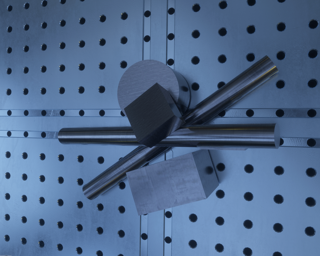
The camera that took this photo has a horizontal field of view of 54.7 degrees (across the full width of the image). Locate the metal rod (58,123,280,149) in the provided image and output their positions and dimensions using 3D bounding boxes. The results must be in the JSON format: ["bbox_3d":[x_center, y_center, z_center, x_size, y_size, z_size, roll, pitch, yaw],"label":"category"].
[{"bbox_3d":[-0.014,0.010,0.376,0.300,0.025,0.025,-1,90,33],"label":"metal rod"}]

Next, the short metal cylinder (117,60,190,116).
[{"bbox_3d":[-0.007,-0.043,0.398,0.080,0.050,0.079,0,89,20],"label":"short metal cylinder"}]

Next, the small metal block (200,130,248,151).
[{"bbox_3d":[0.078,0.012,0.368,0.050,0.050,0.025,0,90,21],"label":"small metal block"}]

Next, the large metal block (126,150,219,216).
[{"bbox_3d":[0.018,0.061,0.372,0.080,0.080,0.050,-19,84,19],"label":"large metal block"}]

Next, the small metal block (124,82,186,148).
[{"bbox_3d":[-0.007,-0.014,0.349,0.050,0.025,0.050,-37,56,16],"label":"small metal block"}]

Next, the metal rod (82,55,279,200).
[{"bbox_3d":[0.015,0.009,0.404,0.300,0.025,0.025,-36,79,16],"label":"metal rod"}]
